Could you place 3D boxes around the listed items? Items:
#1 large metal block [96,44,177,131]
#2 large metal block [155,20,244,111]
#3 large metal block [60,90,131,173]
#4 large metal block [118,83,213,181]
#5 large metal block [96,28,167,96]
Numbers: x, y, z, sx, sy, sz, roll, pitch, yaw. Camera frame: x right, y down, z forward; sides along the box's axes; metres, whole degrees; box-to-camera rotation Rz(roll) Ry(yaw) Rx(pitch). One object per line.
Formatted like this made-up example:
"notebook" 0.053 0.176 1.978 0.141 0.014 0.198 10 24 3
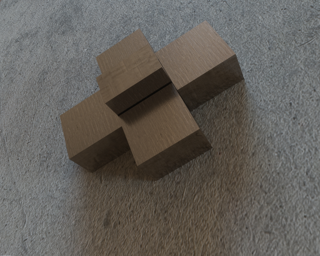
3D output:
"large metal block" -0.024 -0.049 0.411 0.080 0.080 0.050 -32 52 7
"large metal block" 0.051 -0.083 0.411 0.080 0.050 0.080 -32 52 7
"large metal block" -0.084 0.002 0.430 0.080 0.050 0.080 -32 52 7
"large metal block" 0.005 0.005 0.381 0.080 0.050 0.080 -32 52 7
"large metal block" -0.040 -0.088 0.462 0.080 0.050 0.080 -32 52 7
